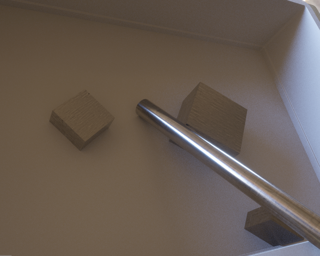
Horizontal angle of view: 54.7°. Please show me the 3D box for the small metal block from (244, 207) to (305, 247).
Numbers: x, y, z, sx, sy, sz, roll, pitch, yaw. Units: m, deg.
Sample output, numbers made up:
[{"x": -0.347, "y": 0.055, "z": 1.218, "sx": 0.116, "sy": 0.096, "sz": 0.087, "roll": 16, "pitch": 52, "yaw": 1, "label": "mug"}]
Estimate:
[{"x": 0.146, "y": 0.124, "z": 0.395, "sx": 0.050, "sy": 0.050, "sz": 0.025, "roll": 33, "pitch": 51, "yaw": -8, "label": "small metal block"}]

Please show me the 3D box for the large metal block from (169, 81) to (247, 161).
[{"x": 0.069, "y": -0.004, "z": 0.431, "sx": 0.080, "sy": 0.050, "sz": 0.080, "roll": 29, "pitch": 52, "yaw": -10, "label": "large metal block"}]

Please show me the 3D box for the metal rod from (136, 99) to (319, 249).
[{"x": 0.078, "y": 0.045, "z": 0.331, "sx": 0.025, "sy": 0.025, "sz": 0.300, "roll": -24, "pitch": 46, "yaw": -37, "label": "metal rod"}]

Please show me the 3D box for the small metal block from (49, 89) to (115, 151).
[{"x": -0.091, "y": -0.010, "z": 0.364, "sx": 0.050, "sy": 0.025, "sz": 0.050, "roll": 44, "pitch": 51, "yaw": 2, "label": "small metal block"}]
